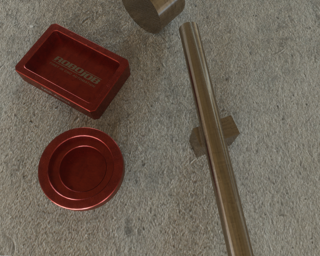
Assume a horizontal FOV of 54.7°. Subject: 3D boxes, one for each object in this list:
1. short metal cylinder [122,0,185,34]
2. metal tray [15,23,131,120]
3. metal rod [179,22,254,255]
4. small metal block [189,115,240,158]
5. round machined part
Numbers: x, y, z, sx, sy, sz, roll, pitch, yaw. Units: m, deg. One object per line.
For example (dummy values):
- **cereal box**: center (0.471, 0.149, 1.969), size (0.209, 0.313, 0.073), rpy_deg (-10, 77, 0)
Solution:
- **short metal cylinder**: center (-0.011, -0.185, 0.446), size (0.080, 0.080, 0.050), rpy_deg (41, 75, 13)
- **metal tray**: center (-0.119, -0.080, 0.433), size (0.130, 0.030, 0.090), rpy_deg (29, 72, 9)
- **metal rod**: center (0.061, 0.009, 0.352), size (0.025, 0.025, 0.299), rpy_deg (-8, 71, -4)
- **small metal block**: center (0.067, 0.012, 0.391), size (0.050, 0.050, 0.025), rpy_deg (-19, 72, -7)
- **round machined part**: center (-0.092, 0.052, 0.379), size (0.099, 0.042, 0.098), rpy_deg (0, 70, -1)
